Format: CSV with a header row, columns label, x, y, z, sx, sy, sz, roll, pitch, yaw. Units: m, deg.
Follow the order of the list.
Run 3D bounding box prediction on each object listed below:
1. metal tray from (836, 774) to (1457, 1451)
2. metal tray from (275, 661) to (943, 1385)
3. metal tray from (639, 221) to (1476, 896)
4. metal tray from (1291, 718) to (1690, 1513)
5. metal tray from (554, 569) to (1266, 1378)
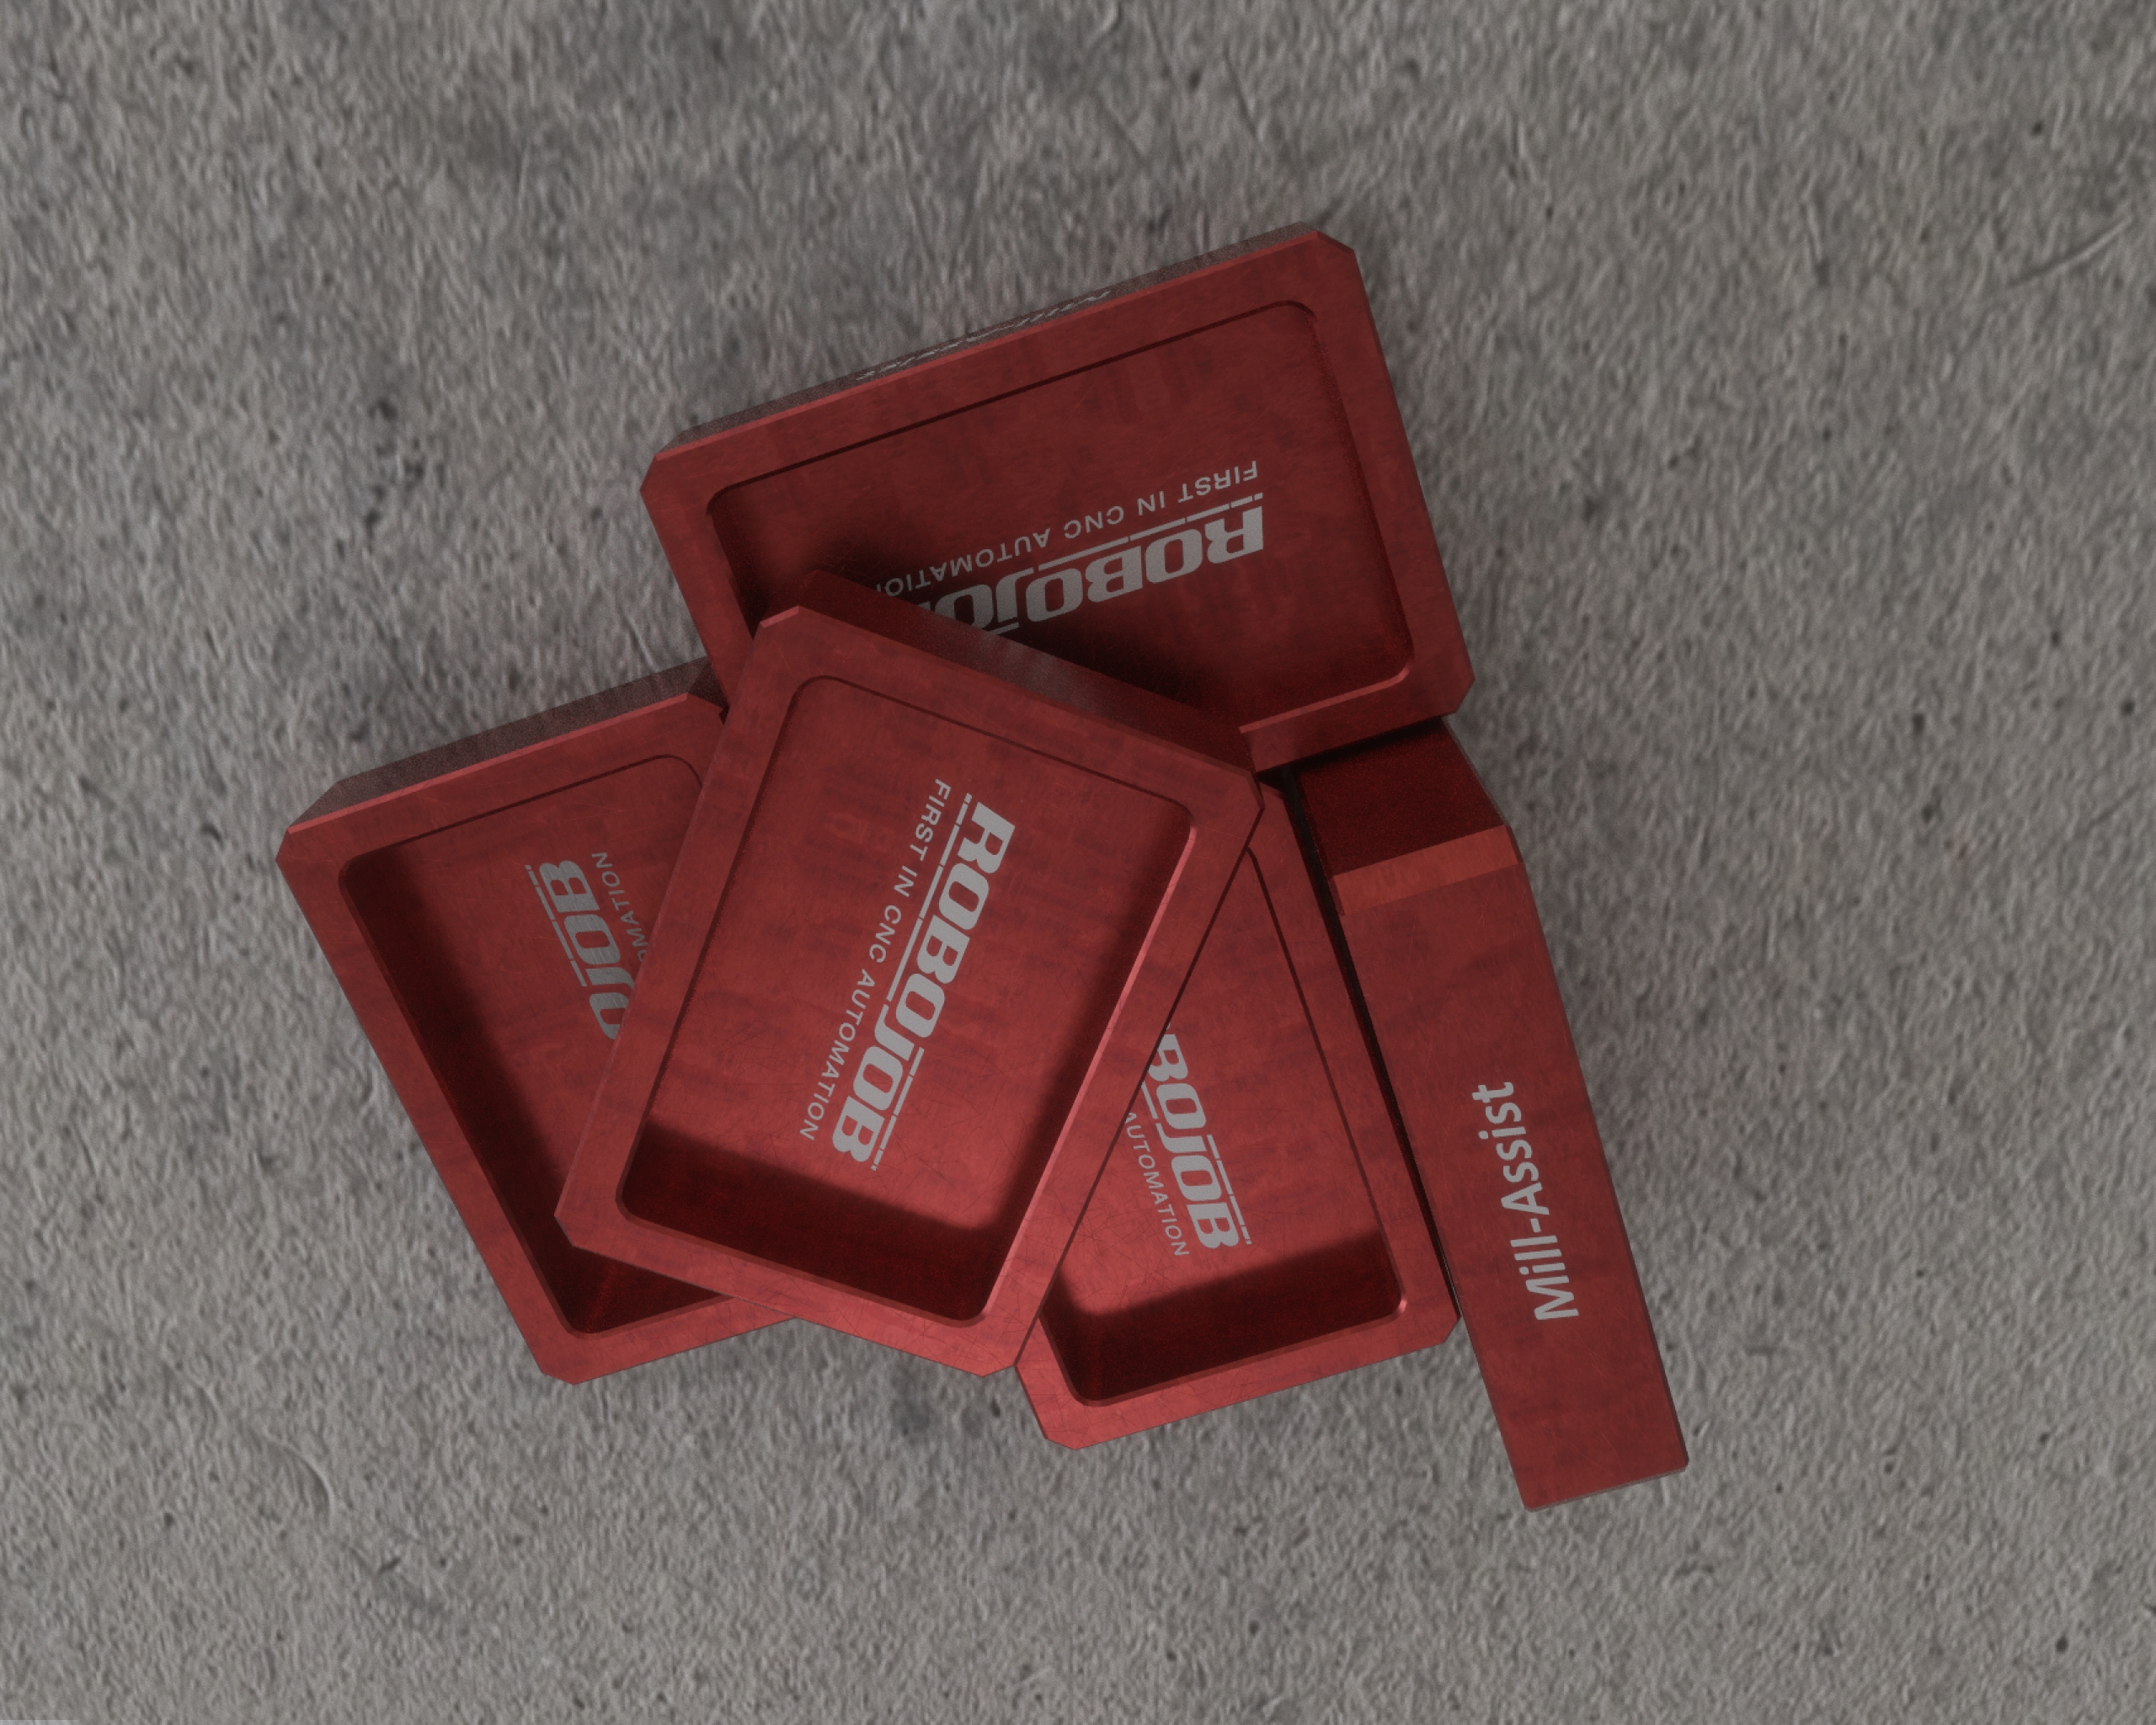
label,x,y,z,sx,sy,sz,roll,pitch,yaw
metal tray,0.016,0.049,0.425,0.090,0.030,0.129,-18,109,6
metal tray,-0.088,0.034,0.418,0.090,0.030,0.129,-18,109,6
metal tray,-0.002,-0.054,0.386,0.131,0.030,0.090,-17,109,6
metal tray,0.075,0.042,0.390,0.030,0.090,0.129,-17,109,6
metal tray,-0.032,0.023,0.382,0.091,0.030,0.129,20,109,-8
